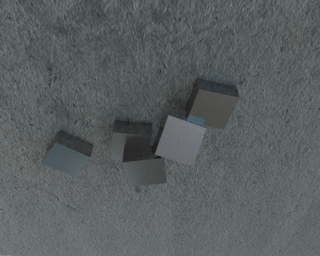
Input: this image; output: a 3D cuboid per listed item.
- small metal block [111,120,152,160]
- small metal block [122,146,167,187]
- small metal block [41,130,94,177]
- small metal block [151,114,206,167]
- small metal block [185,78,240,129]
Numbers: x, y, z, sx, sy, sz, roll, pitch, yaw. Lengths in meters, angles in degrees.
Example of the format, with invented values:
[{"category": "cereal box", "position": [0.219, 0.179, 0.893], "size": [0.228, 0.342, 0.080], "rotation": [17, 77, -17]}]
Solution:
[{"category": "small metal block", "position": [-0.039, 0.019, 0.422], "size": [0.050, 0.025, 0.050], "rotation": [6, 130, -5]}, {"category": "small metal block", "position": [-0.019, 0.051, 0.418], "size": [0.050, 0.025, 0.050], "rotation": [-7, 131, 5]}, {"category": "small metal block", "position": [-0.130, 0.037, 0.437], "size": [0.050, 0.025, 0.050], "rotation": [29, 124, -22]}, {"category": "small metal block", "position": [0.023, 0.015, 0.386], "size": [0.050, 0.025, 0.050], "rotation": [19, 90, -12]}, {"category": "small metal block", "position": [0.063, -0.029, 0.383], "size": [0.050, 0.025, 0.050], "rotation": [11, 129, -10]}]
